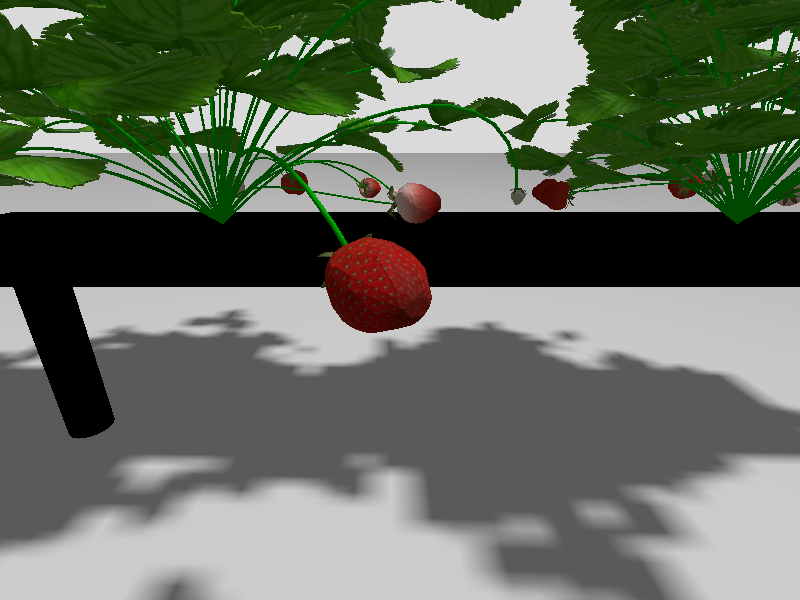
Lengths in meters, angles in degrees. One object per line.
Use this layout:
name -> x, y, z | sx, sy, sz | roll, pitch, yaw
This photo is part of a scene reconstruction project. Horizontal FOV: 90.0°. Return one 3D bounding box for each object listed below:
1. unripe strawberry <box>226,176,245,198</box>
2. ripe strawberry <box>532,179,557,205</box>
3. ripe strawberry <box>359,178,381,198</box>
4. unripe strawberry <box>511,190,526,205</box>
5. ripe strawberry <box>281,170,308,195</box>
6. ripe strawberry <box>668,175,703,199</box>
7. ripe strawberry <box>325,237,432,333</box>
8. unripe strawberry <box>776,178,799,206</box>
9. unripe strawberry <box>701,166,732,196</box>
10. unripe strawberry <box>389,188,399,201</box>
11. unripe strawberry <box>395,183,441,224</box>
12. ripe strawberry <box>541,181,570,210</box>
unripe strawberry -> -0.208, -0.139, 0.492 | 0.032, 0.027, 0.032 | -7, 22, -17
ripe strawberry -> 0.162, -0.120, 0.445 | 0.028, 0.028, 0.031 | 16, 27, 36
ripe strawberry -> -0.036, -0.138, 0.496 | 0.027, 0.024, 0.024 | 15, 20, 33
unripe strawberry -> 0.089, -0.077, 0.301 | 0.011, 0.011, 0.010 | 4, 22, 9
ripe strawberry -> -0.136, -0.152, 0.522 | 0.034, 0.030, 0.034 | 2, -7, 5
ripe strawberry -> 0.349, -0.141, 0.492 | 0.035, 0.032, 0.032 | 7, 22, 17
ripe strawberry -> -0.006, -0.005, 0.144 | 0.039, 0.033, 0.039 | -14, 31, -32
unripe strawberry -> 0.430, -0.120, 0.437 | 0.032, 0.033, 0.029 | -15, 26, -34
unripe strawberry -> 0.408, -0.154, 0.517 | 0.033, 0.037, 0.036 | 13, 24, 29
unripe strawberry -> -0.005, -0.124, 0.475 | 0.015, 0.016, 0.016 | 22, -6, 43
unripe strawberry -> 0.015, -0.082, 0.340 | 0.039, 0.033, 0.039 | 1, 22, 1
ripe strawberry -> 0.161, -0.108, 0.414 | 0.027, 0.028, 0.025 | 11, 24, 27
